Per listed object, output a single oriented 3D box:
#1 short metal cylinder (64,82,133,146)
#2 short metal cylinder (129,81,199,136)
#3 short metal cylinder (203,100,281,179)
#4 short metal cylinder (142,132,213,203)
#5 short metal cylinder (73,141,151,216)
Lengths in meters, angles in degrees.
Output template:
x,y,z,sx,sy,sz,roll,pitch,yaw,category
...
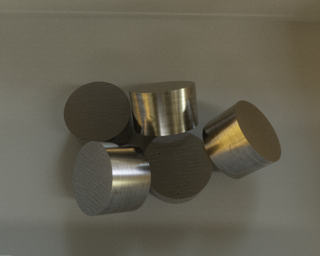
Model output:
x,y,z,sx,sy,sz,roll,pitch,yaw,category
-0.076,-0.012,0.397,0.081,0.050,0.080,0,70,0,short metal cylinder
0.005,-0.026,0.381,0.081,0.080,0.050,-8,106,-3,short metal cylinder
0.097,0.014,0.369,0.080,0.050,0.080,27,44,-30,short metal cylinder
0.020,0.049,0.377,0.081,0.050,0.080,0,70,0,short metal cylinder
-0.056,0.056,0.351,0.050,0.080,0.080,7,63,-43,short metal cylinder
